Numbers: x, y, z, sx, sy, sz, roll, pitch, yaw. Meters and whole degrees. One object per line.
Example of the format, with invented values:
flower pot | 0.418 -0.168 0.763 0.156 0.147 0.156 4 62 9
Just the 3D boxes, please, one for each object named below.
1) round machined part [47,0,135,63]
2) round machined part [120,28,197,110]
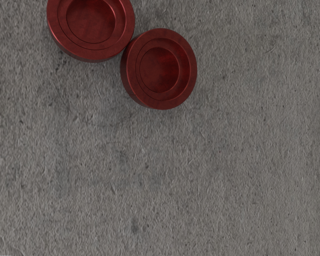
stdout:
round machined part | -0.083 -0.126 0.369 0.099 0.042 0.097 0 90 -20
round machined part | -0.005 -0.073 0.392 0.099 0.042 0.097 -4 98 -29
